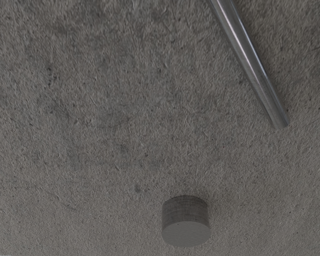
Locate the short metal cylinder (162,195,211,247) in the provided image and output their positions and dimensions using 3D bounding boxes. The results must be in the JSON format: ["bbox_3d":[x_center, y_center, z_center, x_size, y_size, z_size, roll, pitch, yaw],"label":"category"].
[{"bbox_3d":[0.043,0.159,0.527,0.081,0.050,0.079,0,130,0],"label":"short metal cylinder"}]

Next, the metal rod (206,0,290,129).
[{"bbox_3d":[0.076,-0.104,0.319,0.025,0.025,0.300,-26,126,20],"label":"metal rod"}]
